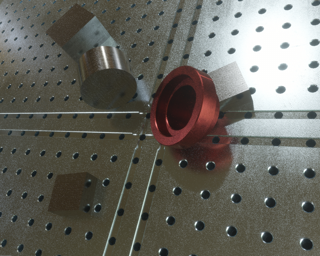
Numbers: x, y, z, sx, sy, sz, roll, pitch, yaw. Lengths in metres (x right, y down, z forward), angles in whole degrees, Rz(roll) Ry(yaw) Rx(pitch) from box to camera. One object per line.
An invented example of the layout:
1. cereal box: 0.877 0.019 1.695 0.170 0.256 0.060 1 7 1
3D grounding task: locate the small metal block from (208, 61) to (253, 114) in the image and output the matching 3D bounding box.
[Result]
1. small metal block: 0.083 -0.050 0.395 0.050 0.025 0.050 -23 54 14

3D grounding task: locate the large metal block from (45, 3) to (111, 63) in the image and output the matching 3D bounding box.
1. large metal block: -0.153 -0.176 0.578 0.080 0.050 0.080 -45 51 -3

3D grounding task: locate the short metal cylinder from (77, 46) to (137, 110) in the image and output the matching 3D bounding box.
1. short metal cylinder: -0.079 -0.073 0.457 0.080 0.080 0.050 -27 53 11

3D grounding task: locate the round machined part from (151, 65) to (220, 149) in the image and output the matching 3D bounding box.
1. round machined part: 0.033 -0.022 0.375 0.098 0.042 0.098 -26 57 48

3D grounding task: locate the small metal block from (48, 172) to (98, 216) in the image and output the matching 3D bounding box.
1. small metal block: -0.116 0.088 0.413 0.050 0.025 0.050 -9 58 23
